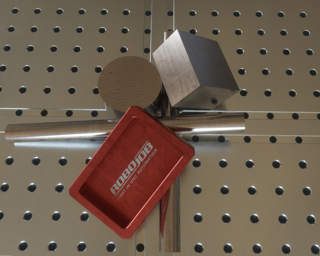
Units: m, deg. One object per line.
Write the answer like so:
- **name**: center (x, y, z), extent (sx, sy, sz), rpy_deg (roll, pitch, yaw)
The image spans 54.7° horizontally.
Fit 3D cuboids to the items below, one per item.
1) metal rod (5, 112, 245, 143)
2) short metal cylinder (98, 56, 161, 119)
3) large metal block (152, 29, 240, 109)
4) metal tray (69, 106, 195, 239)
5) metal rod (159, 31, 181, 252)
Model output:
- **metal rod**: center (-0.048, 0.000, 0.394), extent (0.302, 0.025, 0.025), rpy_deg (-3, 70, 6)
- **short metal cylinder**: center (-0.038, -0.049, 0.415), extent (0.081, 0.050, 0.080), rpy_deg (0, 70, 0)
- **large metal block**: center (0.047, -0.073, 0.404), extent (0.081, 0.050, 0.080), rpy_deg (-1, 64, -43)
- **metal tray**: center (-0.032, 0.050, 0.363), extent (0.090, 0.030, 0.130), rpy_deg (38, 95, 6)
- **metal rod**: center (0.014, 0.003, 0.410), extent (0.025, 0.025, 0.299), rpy_deg (1, 70, 0)
